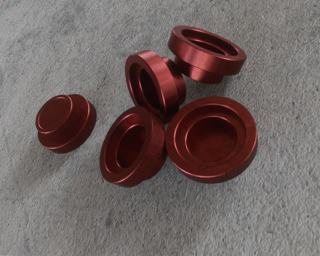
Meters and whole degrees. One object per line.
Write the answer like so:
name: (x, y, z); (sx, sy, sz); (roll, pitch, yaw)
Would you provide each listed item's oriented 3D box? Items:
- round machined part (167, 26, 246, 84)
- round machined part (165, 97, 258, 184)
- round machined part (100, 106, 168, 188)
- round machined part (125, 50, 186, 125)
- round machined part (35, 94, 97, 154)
round machined part: (0.056, -0.091, 0.397); (0.098, 0.099, 0.042); (51, 133, 39)
round machined part: (0.059, 0.016, 0.348); (0.098, 0.042, 0.098); (-9, 58, 16)
round machined part: (-0.027, 0.026, 0.379); (0.098, 0.042, 0.098); (-29, 47, 36)
round machined part: (-0.003, -0.053, 0.400); (0.042, 0.097, 0.098); (-25, 47, -23)
round machined part: (-0.152, -0.013, 0.481); (0.098, 0.042, 0.098); (-13, 56, 21)
